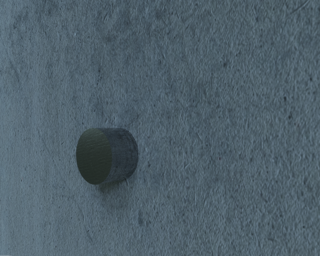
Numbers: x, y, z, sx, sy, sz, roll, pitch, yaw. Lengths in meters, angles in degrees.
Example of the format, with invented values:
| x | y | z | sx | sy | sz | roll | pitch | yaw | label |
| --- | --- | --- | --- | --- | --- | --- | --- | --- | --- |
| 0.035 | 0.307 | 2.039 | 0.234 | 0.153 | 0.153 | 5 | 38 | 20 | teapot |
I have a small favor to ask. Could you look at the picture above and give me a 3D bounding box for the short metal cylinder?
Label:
| x | y | z | sx | sy | sz | roll | pitch | yaw | label |
| --- | --- | --- | --- | --- | --- | --- | --- | --- | --- |
| -0.078 | 0.040 | 0.454 | 0.080 | 0.050 | 0.080 | 0 | 90 | 40 | short metal cylinder |
